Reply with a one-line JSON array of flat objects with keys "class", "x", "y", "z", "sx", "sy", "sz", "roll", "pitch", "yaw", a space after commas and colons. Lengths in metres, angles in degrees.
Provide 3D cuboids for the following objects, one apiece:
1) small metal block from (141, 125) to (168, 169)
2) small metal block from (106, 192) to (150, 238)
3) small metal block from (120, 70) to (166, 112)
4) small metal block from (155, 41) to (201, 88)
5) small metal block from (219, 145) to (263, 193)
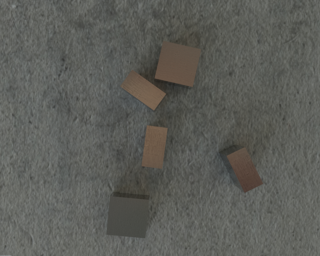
[{"class": "small metal block", "x": -0.007, "y": 0.023, "z": 0.397, "sx": 0.025, "sy": 0.050, "sz": 0.050, "roll": 8, "pitch": 90, "yaw": 0}, {"class": "small metal block", "x": -0.041, "y": 0.114, "z": 0.410, "sx": 0.050, "sy": 0.025, "sz": 0.050, "roll": 6, "pitch": 90, "yaw": -1}, {"class": "small metal block", "x": -0.020, "y": -0.046, "z": 0.397, "sx": 0.050, "sy": 0.050, "sz": 0.025, "roll": 36, "pitch": 90, "yaw": -1}, {"class": "small metal block", "x": 0.023, "y": -0.083, "z": 0.410, "sx": 0.050, "sy": 0.025, "sz": 0.050, "roll": 13, "pitch": 90, "yaw": -1}, {"class": "small metal block", "x": 0.103, "y": 0.050, "z": 0.399, "sx": 0.025, "sy": 0.050, "sz": 0.050, "roll": -26, "pitch": 90, "yaw": 0}]
